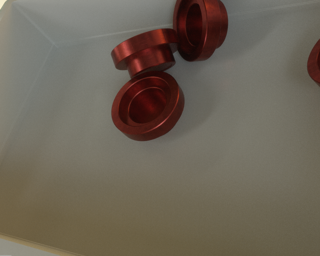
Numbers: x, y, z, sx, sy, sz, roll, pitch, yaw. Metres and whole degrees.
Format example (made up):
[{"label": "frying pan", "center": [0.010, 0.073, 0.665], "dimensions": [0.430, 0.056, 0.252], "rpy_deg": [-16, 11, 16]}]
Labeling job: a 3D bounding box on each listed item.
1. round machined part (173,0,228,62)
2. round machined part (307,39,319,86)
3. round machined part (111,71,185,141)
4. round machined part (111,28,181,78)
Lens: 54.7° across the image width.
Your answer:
[{"label": "round machined part", "center": [0.058, -0.143, 0.429], "dimensions": [0.042, 0.097, 0.098], "rpy_deg": [-9, 48, -21]}, {"label": "round machined part", "center": [0.207, -0.072, 0.313], "dimensions": [0.098, 0.042, 0.098], "rpy_deg": [-41, 28, 28]}, {"label": "round machined part", "center": [-0.012, -0.026, 0.417], "dimensions": [0.098, 0.042, 0.098], "rpy_deg": [-13, 56, 21]}, {"label": "round machined part", "center": [-0.016, -0.100, 0.442], "dimensions": [0.098, 0.098, 0.042], "rpy_deg": [-19, 90, 17]}]
